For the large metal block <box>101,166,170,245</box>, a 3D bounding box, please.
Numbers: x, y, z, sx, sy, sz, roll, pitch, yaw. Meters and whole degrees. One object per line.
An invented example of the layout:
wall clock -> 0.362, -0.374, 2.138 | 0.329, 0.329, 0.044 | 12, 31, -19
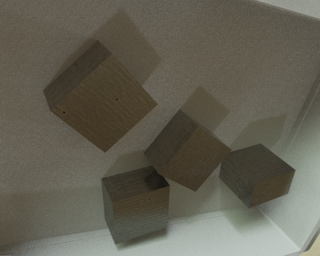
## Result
large metal block -> -0.035, 0.108, 0.442 | 0.081, 0.050, 0.079 | -12, 124, -22

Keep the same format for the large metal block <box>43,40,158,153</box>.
large metal block -> -0.064, -0.033, 0.338 | 0.080, 0.050, 0.080 | -43, 130, 1

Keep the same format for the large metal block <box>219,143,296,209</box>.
large metal block -> 0.156, 0.075, 0.508 | 0.081, 0.080, 0.050 | -13, 124, -22

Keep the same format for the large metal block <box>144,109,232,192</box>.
large metal block -> 0.039, 0.033, 0.437 | 0.080, 0.050, 0.080 | 32, 100, -39
